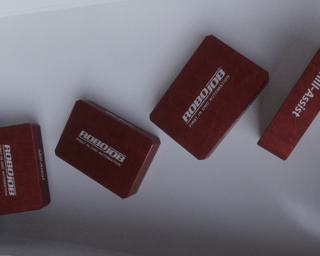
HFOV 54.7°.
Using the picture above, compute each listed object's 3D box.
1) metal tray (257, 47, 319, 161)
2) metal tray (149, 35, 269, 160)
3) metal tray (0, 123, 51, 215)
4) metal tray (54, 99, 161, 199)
[{"bbox_3d":[0.151,-0.032,0.322,0.030,0.090,0.129,33,101,17],"label":"metal tray"},{"bbox_3d":[0.060,-0.036,0.387,0.090,0.030,0.130,40,102,15],"label":"metal tray"},{"bbox_3d":[-0.226,0.063,0.474,0.090,0.030,0.129,-9,87,3],"label":"metal tray"},{"bbox_3d":[-0.076,0.027,0.435,0.130,0.030,0.090,28,99,17],"label":"metal tray"}]
